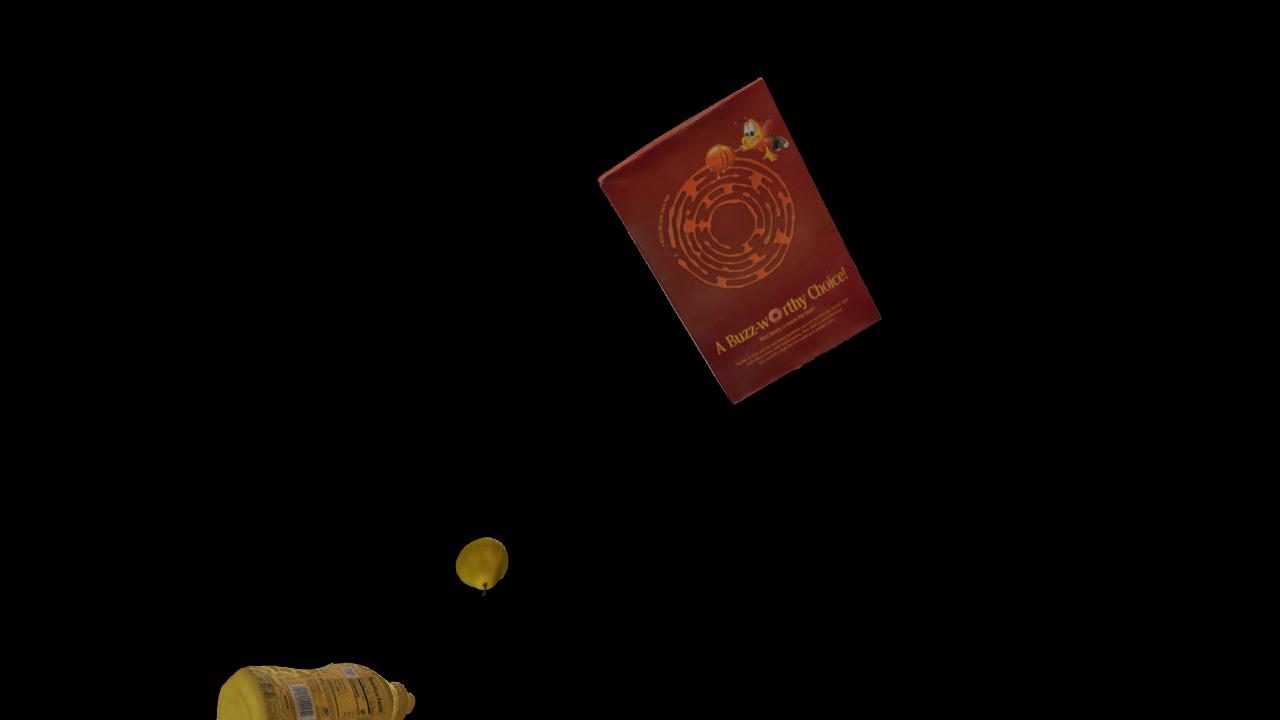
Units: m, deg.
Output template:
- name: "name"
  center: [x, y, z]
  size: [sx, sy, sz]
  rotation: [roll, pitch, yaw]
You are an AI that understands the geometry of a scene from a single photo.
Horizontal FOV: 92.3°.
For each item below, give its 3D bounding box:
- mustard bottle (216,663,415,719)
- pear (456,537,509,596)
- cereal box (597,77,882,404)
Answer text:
- name: "mustard bottle"
  center: [-0.277, 0.321, 0.560]
  size: [0.092, 0.054, 0.184]
  rotation: [41, 1, 34]
- name: "pear"
  center: [-0.236, 0.319, 0.939]
  size: [0.080, 0.080, 0.111]
  rotation: [0, 7, -27]
- name: "cereal box"
  center: [0.115, -0.128, 0.708]
  size: [0.203, 0.306, 0.081]
  rotation: [-32, 14, 5]
